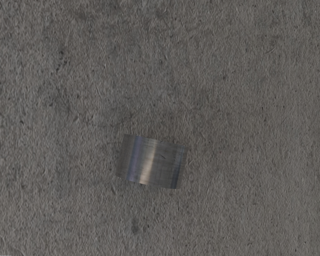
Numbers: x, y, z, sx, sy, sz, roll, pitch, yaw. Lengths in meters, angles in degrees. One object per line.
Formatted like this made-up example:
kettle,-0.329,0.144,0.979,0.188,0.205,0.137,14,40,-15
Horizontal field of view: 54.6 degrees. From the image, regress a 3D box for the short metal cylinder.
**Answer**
short metal cylinder,-0.009,0.040,0.376,0.081,0.080,0.050,13,86,-20
